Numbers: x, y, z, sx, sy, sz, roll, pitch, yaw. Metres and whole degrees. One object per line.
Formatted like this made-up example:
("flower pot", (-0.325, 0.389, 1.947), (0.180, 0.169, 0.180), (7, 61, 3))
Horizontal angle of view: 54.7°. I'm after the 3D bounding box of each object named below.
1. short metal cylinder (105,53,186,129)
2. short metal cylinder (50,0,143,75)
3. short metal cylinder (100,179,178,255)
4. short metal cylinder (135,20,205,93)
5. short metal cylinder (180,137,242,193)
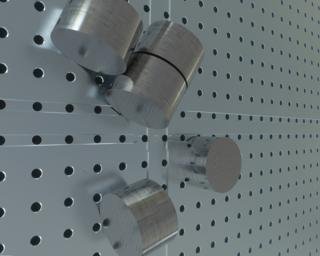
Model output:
("short metal cylinder", (-0.016, -0.041, 0.362), (0.080, 0.080, 0.050), (41, 65, -33))
("short metal cylinder", (-0.064, -0.098, 0.321), (0.080, 0.080, 0.050), (31, 71, -36))
("short metal cylinder", (-0.025, 0.104, 0.354), (0.050, 0.080, 0.079), (-16, 101, -39))
("short metal cylinder", (0.008, -0.084, 0.382), (0.080, 0.080, 0.050), (43, 64, -32))
("short metal cylinder", (0.076, 0.052, 0.459), (0.081, 0.050, 0.079), (0, 90, -40))
